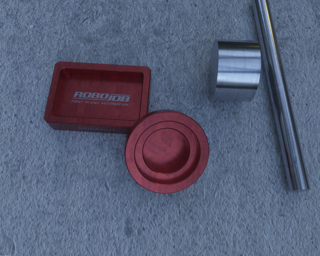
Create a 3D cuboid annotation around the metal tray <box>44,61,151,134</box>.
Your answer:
[{"bbox_3d":[-0.080,-0.041,0.419,0.131,0.030,0.090,4,70,1],"label":"metal tray"}]

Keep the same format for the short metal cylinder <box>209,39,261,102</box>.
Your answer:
[{"bbox_3d":[0.095,-0.075,0.408,0.050,0.080,0.080,3,70,1],"label":"short metal cylinder"}]

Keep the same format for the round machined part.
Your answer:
[{"bbox_3d":[0.006,0.026,0.375,0.099,0.042,0.097,-2,100,-9],"label":"round machined part"}]

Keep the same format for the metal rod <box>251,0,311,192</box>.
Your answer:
[{"bbox_3d":[0.164,-0.063,0.433,0.025,0.025,0.299,-3,70,-2],"label":"metal rod"}]
